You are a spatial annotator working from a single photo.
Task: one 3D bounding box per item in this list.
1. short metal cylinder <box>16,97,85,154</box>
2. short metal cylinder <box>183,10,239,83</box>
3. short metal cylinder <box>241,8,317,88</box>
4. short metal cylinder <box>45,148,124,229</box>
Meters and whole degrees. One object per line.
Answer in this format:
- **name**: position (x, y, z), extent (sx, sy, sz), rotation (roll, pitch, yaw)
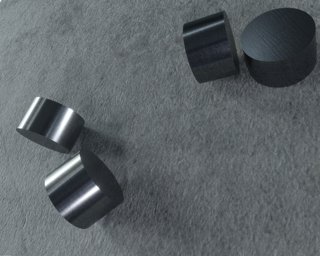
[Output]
- **short metal cylinder**: position (-0.157, -0.002, 0.450), extent (0.080, 0.080, 0.050), rotation (8, 66, 31)
- **short metal cylinder**: position (0.067, -0.102, 0.395), extent (0.050, 0.080, 0.080), rotation (-12, 57, 21)
- **short metal cylinder**: position (0.143, -0.096, 0.371), extent (0.080, 0.050, 0.080), rotation (-13, 56, 20)
- **short metal cylinder**: position (-0.088, 0.071, 0.370), extent (0.050, 0.080, 0.080), rotation (-38, 51, 3)
